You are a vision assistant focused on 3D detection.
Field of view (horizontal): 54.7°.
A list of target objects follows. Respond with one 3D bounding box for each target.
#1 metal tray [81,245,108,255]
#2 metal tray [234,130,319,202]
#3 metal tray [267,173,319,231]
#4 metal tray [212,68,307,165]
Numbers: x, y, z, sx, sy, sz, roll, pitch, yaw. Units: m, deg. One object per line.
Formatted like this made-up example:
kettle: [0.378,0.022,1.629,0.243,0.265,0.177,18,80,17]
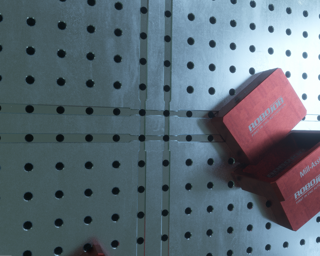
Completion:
metal tray: [-0.102,0.220,0.373,0.131,0.030,0.090,-36,102,-17]
metal tray: [0.184,0.049,0.448,0.131,0.090,0.030,-32,101,-17]
metal tray: [0.233,0.091,0.499,0.131,0.030,0.090,-30,100,-18]
metal tray: [0.152,-0.018,0.468,0.130,0.030,0.090,-40,103,-16]
